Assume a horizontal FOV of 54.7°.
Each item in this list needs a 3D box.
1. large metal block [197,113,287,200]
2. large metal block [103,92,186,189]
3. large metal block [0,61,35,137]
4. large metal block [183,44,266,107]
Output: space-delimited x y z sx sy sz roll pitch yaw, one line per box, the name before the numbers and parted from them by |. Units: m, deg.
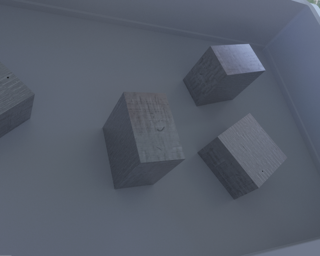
large metal block | 0.114 0.038 0.428 0.081 0.050 0.080 -31 79 -38
large metal block | -0.023 0.015 0.349 0.050 0.080 0.080 -2 63 -29
large metal block | -0.187 -0.028 0.306 0.080 0.050 0.080 43 51 1
large metal block | 0.095 -0.080 0.470 0.081 0.080 0.050 -13 69 -33
